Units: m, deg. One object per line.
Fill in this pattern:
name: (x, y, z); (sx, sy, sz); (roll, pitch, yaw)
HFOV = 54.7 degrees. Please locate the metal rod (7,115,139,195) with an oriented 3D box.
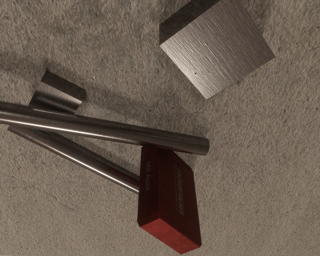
metal rod: (-0.074, 0.065, 0.461); (0.301, 0.025, 0.025); (32, 123, -25)

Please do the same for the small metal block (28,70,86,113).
small metal block: (-0.126, -0.034, 0.376); (0.050, 0.025, 0.050); (27, 125, -22)

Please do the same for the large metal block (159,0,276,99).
large metal block: (0.056, -0.089, 0.316); (0.080, 0.050, 0.080); (-32, 124, 24)

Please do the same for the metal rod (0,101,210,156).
metal rod: (-0.077, 0.001, 0.379); (0.302, 0.025, 0.025); (10, 130, -20)

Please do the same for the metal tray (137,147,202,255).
metal tray: (0.013, 0.087, 0.412); (0.030, 0.130, 0.090); (-31, 124, 23)
